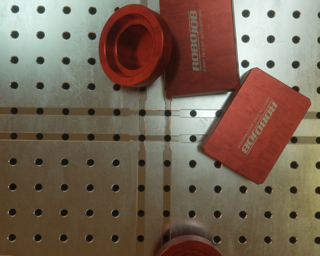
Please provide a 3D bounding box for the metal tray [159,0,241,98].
[{"bbox_3d":[0.051,-0.108,0.396,0.090,0.030,0.129,-5,89,18],"label":"metal tray"}]

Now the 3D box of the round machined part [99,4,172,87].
[{"bbox_3d":[-0.027,-0.100,0.390,0.098,0.042,0.097,2,93,32],"label":"round machined part"}]

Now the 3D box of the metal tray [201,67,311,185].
[{"bbox_3d":[0.125,-0.003,0.413,0.090,0.030,0.130,31,90,-1],"label":"metal tray"}]

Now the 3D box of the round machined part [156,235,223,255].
[{"bbox_3d":[0.038,0.188,0.406,0.099,0.042,0.097,0,90,-1],"label":"round machined part"}]
